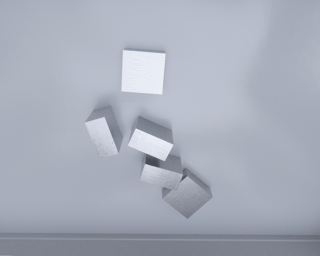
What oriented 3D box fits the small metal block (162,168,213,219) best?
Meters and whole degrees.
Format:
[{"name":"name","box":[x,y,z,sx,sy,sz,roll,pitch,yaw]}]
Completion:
[{"name":"small metal block","box":[0.039,0.094,0.446,0.050,0.025,0.050,41,105,-14]}]

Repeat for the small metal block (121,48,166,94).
[{"name":"small metal block","box":[-0.020,-0.071,0.385,0.050,0.025,0.050,4,110,-2]}]

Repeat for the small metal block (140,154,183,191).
[{"name":"small metal block","box":[0.002,0.055,0.418,0.050,0.050,0.025,16,109,-6]}]

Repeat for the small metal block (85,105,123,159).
[{"name":"small metal block","box":[-0.070,0.004,0.399,0.025,0.050,0.050,-16,110,6]}]

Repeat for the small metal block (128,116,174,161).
[{"name":"small metal block","box":[-0.011,0.012,0.402,0.050,0.050,0.025,24,108,-9]}]
